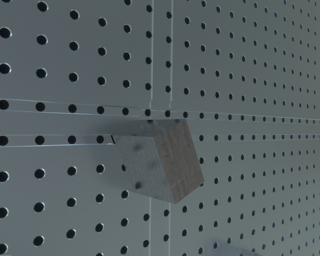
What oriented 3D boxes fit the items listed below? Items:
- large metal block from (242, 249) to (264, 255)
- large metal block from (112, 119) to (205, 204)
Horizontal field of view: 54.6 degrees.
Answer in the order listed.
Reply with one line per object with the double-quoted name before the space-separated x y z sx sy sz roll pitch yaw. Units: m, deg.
"large metal block" 0.192 0.253 0.533 0.080 0.080 0.050 32 70 -35
"large metal block" -0.003 0.036 0.370 0.050 0.080 0.080 -29 108 -36
